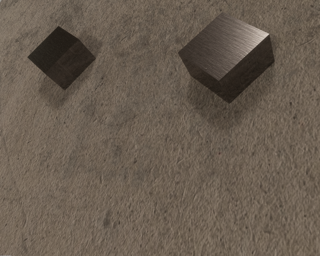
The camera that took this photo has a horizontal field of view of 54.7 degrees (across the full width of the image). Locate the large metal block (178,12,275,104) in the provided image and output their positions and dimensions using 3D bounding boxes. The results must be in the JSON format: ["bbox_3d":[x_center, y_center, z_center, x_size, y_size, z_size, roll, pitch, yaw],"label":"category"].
[{"bbox_3d":[0.085,-0.091,0.399,0.080,0.050,0.080,-43,51,-2],"label":"large metal block"}]

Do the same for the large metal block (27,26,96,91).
[{"bbox_3d":[-0.177,-0.126,0.555,0.080,0.050,0.080,-48,52,-6],"label":"large metal block"}]
